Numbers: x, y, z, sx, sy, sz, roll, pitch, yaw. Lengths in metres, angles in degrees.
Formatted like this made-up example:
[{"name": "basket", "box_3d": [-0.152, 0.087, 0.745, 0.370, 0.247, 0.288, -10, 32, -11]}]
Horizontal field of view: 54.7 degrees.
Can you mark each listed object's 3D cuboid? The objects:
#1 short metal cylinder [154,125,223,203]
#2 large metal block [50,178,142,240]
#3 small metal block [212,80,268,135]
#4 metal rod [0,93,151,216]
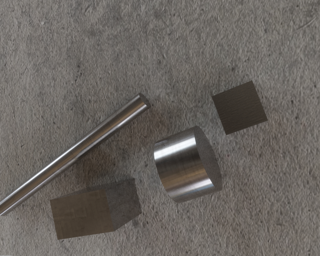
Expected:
[{"name": "short metal cylinder", "box_3d": [0.035, 0.043, 0.367, 0.050, 0.080, 0.080, -23, 83, 18]}, {"name": "large metal block", "box_3d": [-0.081, 0.104, 0.408, 0.080, 0.080, 0.050, -15, 85, 19]}, {"name": "small metal block", "box_3d": [0.097, -0.023, 0.375, 0.050, 0.025, 0.050, -21, 83, 18]}, {"name": "metal rod", "box_3d": [-0.137, 0.046, 0.457, 0.300, 0.025, 0.025, -36, 79, 16]}]
